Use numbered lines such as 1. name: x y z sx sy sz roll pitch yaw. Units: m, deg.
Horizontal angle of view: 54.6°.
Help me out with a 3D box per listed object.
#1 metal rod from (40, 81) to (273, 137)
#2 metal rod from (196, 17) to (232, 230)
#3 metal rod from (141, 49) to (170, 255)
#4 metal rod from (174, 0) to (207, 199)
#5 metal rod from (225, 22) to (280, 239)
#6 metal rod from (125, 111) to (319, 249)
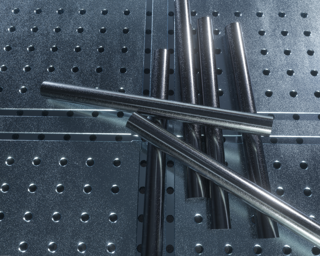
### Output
1. metal rod: -0.015 -0.027 0.396 0.301 0.025 0.025 10 70 14
2. metal rod: 0.069 -0.020 0.419 0.025 0.025 0.299 -1 70 0
3. metal rod: -0.004 0.032 0.400 0.025 0.025 0.299 2 70 1
4. metal rod: 0.040 -0.054 0.431 0.025 0.025 0.299 -2 70 -1
5. metal rod: 0.119 -0.011 0.416 0.025 0.025 0.299 -3 70 -1
6. metal rod: 0.091 0.067 0.360 0.300 0.025 0.025 31 73 11
